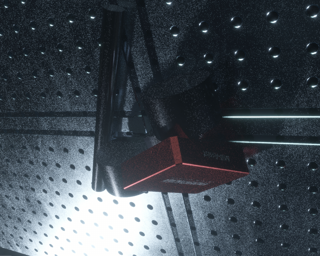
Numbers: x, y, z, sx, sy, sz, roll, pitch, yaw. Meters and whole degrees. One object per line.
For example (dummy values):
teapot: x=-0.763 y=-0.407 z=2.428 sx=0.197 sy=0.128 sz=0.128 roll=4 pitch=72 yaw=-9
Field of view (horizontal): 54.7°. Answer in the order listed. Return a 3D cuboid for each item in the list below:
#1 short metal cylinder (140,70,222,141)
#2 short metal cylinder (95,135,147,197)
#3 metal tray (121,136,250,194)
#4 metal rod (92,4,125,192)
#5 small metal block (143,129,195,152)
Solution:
short metal cylinder: x=0.024 y=-0.026 z=0.347 sx=0.080 sy=0.080 sz=0.050 roll=-8 pitch=115 yaw=31
short metal cylinder: x=-0.043 y=0.051 z=0.430 sx=0.080 sy=0.080 sz=0.050 roll=2 pitch=119 yaw=27
metal tray: x=0.032 y=0.049 z=0.366 sx=0.090 sy=0.131 sz=0.030 roll=-31 pitch=59 yaw=38
metal rod: x=-0.078 y=-0.019 z=0.440 sx=0.025 sy=0.025 sz=0.298 roll=23 pitch=127 yaw=14
small metal block: x=0.015 y=0.008 z=0.392 sx=0.050 sy=0.050 sz=0.025 roll=-9 pitch=114 yaw=32
